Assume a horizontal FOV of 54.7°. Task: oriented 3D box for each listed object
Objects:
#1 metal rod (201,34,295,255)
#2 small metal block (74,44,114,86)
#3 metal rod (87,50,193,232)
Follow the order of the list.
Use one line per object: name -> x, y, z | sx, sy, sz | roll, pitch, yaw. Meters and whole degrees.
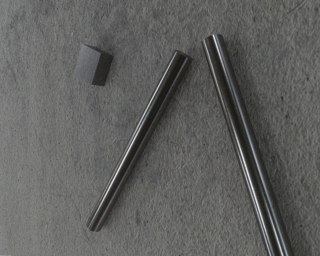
metal rod -> 0.097, 0.041, 0.323 | 0.025, 0.025, 0.299 | -24, 75, 37
small metal block -> -0.105, -0.099, 0.489 | 0.050, 0.025, 0.050 | 33, 110, 35
metal rod -> -0.037, 0.032, 0.433 | 0.025, 0.025, 0.298 | 42, 115, 31
